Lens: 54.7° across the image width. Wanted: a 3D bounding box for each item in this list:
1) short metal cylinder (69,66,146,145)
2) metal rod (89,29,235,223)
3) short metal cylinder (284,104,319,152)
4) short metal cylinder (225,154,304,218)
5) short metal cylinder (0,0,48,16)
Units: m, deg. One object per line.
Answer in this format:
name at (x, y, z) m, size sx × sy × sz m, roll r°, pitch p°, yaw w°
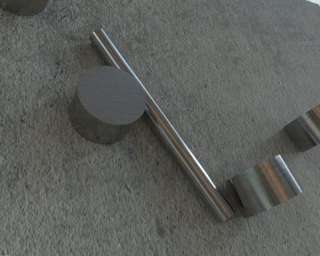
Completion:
short metal cylinder at (-0.063, -0.027, 0.370) m, size 0.081 × 0.050 × 0.080 m, roll 14°, pitch 56°, yaw -21°
metal rod at (-0.003, -0.010, 0.407) m, size 0.025 × 0.025 × 0.299 m, roll -27°, pitch 77°, yaw -37°
short metal cylinder at (0.252, -0.002, 0.506) m, size 0.081 × 0.080 × 0.050 m, roll -21°, pitch 74°, yaw -36°
short metal cylinder at (0.131, 0.074, 0.394) m, size 0.081 × 0.080 × 0.050 m, roll -14°, pitch 69°, yaw -34°
short metal cylinder at (-0.176, -0.191, 0.390) m, size 0.081 × 0.080 × 0.050 m, roll 18°, pitch 55°, yaw -18°
